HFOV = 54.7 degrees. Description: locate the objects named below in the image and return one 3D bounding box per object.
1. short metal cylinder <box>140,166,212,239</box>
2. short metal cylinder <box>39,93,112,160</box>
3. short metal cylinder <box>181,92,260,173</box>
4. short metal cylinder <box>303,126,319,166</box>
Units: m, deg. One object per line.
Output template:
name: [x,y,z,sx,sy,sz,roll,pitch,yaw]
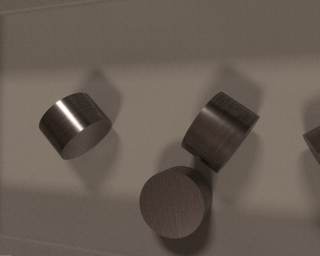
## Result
short metal cylinder: [0.021,0.090,0.389,0.080,0.050,0.079,0,90,19]
short metal cylinder: [-0.113,-0.002,0.420,0.080,0.080,0.050,-45,76,14]
short metal cylinder: [0.069,0.005,0.356,0.050,0.080,0.080,37,102,16]
short metal cylinder: [0.191,0.029,0.314,0.050,0.080,0.080,-32,80,17]
